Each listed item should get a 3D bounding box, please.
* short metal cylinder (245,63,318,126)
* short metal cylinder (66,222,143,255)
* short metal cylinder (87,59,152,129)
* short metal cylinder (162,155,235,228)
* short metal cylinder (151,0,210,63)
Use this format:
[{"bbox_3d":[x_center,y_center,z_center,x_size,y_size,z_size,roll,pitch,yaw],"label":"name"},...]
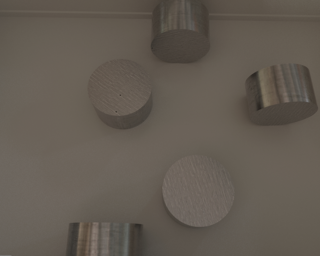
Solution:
[{"bbox_3d":[0.153,-0.040,0.397,0.081,0.080,0.050,-2,70,-1],"label":"short metal cylinder"},{"bbox_3d":[-0.059,0.129,0.332,0.081,0.080,0.050,1,70,0],"label":"short metal cylinder"},{"bbox_3d":[-0.051,-0.044,0.412,0.081,0.050,0.080,0,70,0],"label":"short metal cylinder"},{"bbox_3d":[0.043,0.077,0.369,0.081,0.050,0.080,0,70,0],"label":"short metal cylinder"},{"bbox_3d":[0.028,-0.133,0.429,0.081,0.080,0.050,1,70,0],"label":"short metal cylinder"}]
